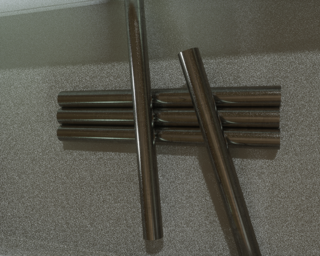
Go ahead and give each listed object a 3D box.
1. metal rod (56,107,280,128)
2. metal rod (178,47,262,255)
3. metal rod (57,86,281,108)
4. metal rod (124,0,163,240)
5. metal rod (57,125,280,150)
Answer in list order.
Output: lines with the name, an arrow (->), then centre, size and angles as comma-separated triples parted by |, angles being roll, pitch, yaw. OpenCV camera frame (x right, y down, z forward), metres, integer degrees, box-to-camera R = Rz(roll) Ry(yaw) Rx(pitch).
metal rod -> -0.003, -0.015, 0.409 | 0.301, 0.025, 0.025 | 1, 91, 19
metal rod -> 0.076, 0.054, 0.360 | 0.025, 0.025, 0.298 | -17, 91, 19
metal rod -> -0.002, -0.040, 0.409 | 0.301, 0.025, 0.025 | 1, 91, 19
metal rod -> -0.021, -0.013, 0.389 | 0.025, 0.025, 0.298 | -5, 88, 19
metal rod -> -0.003, 0.010, 0.409 | 0.301, 0.025, 0.025 | 1, 91, 19
